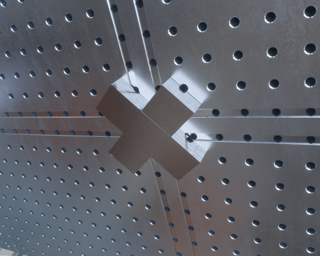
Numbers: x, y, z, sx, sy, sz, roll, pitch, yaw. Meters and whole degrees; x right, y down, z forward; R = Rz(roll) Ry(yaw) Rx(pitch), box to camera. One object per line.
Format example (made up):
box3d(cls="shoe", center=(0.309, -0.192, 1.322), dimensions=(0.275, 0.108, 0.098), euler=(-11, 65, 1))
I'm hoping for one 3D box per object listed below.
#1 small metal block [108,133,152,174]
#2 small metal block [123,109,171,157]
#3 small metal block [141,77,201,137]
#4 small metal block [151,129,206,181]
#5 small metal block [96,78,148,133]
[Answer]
box3d(cls="small metal block", center=(-0.039, 0.032, 0.450), dimensions=(0.050, 0.025, 0.050), euler=(41, 129, -1))
box3d(cls="small metal block", center=(-0.013, 0.003, 0.417), dimensions=(0.050, 0.025, 0.050), euler=(41, 129, -1))
box3d(cls="small metal block", center=(0.014, -0.025, 0.387), dimensions=(0.050, 0.025, 0.050), euler=(41, 129, -1))
box3d(cls="small metal block", center=(0.025, 0.036, 0.419), dimensions=(0.050, 0.025, 0.050), euler=(42, 129, -1))
box3d(cls="small metal block", center=(-0.051, -0.030, 0.418), dimensions=(0.050, 0.025, 0.050), euler=(42, 129, -1))
